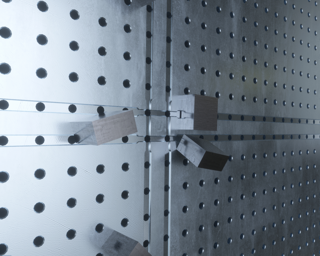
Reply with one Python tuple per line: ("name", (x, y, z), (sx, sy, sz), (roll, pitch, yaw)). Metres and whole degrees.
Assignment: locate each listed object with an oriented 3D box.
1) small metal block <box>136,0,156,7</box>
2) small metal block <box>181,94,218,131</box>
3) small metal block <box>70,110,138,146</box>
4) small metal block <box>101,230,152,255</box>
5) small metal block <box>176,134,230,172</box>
("small metal block", (-0.019, -0.181, 0.376), (0.050, 0.050, 0.025), (37, 67, -34))
("small metal block", (0.059, -0.021, 0.457), (0.050, 0.025, 0.050), (3, 88, -40))
("small metal block", (-0.062, -0.001, 0.340), (0.050, 0.050, 0.025), (-20, 103, -38))
("small metal block", (-0.034, 0.152, 0.364), (0.025, 0.050, 0.050), (-50, 120, -28))
("small metal block", (0.061, 0.035, 0.439), (0.050, 0.050, 0.025), (15, 106, -39))
